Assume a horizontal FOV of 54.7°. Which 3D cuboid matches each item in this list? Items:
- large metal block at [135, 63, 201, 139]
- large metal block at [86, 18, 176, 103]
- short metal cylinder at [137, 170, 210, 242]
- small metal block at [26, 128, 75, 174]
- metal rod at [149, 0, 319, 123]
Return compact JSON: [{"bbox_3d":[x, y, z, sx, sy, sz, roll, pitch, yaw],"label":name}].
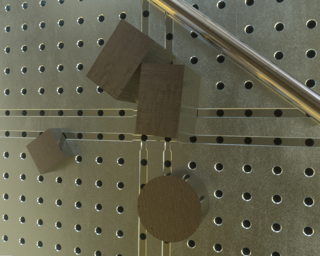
[{"bbox_3d":[0.013,-0.031,0.378,0.050,0.080,0.079,6,92,19],"label":"large metal block"},{"bbox_3d":[-0.034,-0.079,0.394,0.050,0.080,0.080,38,102,15],"label":"large metal block"},{"bbox_3d":[0.019,0.096,0.392,0.080,0.050,0.079,0,90,19],"label":"short metal cylinder"},{"bbox_3d":[-0.166,0.035,0.469,0.050,0.025,0.050,-34,79,16],"label":"small metal block"},{"bbox_3d":[0.081,-0.106,0.383,0.300,0.025,0.025,41,103,15],"label":"metal rod"}]
